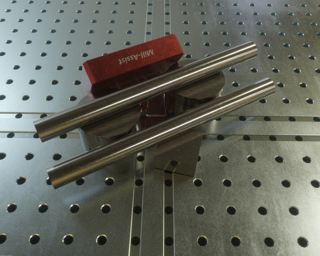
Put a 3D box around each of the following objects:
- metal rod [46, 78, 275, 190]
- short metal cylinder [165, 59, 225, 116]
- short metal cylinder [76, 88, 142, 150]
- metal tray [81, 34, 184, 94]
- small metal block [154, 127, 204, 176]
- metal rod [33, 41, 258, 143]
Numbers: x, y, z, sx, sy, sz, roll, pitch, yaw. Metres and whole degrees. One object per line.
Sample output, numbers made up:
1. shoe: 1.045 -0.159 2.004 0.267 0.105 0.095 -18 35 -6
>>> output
1. metal rod: 0.016 -0.002 0.375 0.302 0.025 0.025 -23 54 -19
2. short metal cylinder: 0.047 -0.052 0.436 0.081 0.050 0.080 0 50 0
3. short metal cylinder: -0.063 -0.005 0.395 0.081 0.050 0.080 0 50 0
4. metal tray: -0.041 -0.081 0.431 0.131 0.090 0.030 -23 86 -19
5. small metal block: 0.024 0.027 0.384 0.050 0.025 0.050 12 51 9
6. metal rod: -0.002 -0.053 0.385 0.302 0.025 0.025 -24 54 -19
